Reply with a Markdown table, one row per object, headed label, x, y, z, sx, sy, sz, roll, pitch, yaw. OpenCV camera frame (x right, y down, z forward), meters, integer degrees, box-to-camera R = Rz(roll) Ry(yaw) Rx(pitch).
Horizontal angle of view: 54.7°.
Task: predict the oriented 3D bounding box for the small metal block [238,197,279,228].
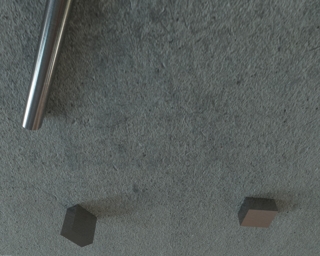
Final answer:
| label | x | y | z | sx | sy | sz | roll | pitch | yaw |
| --- | --- | --- | --- | --- | --- | --- | --- | --- | --- |
| small metal block | 0.168 | 0.146 | 0.535 | 0.050 | 0.025 | 0.050 | 5 | 130 | -5 |

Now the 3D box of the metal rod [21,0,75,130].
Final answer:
| label | x | y | z | sx | sy | sz | roll | pitch | yaw |
| --- | --- | --- | --- | --- | --- | --- | --- | --- | --- |
| metal rod | -0.104 | -0.110 | 0.312 | 0.025 | 0.025 | 0.298 | 19 | 128 | -16 |

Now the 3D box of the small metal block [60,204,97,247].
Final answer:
| label | x | y | z | sx | sy | sz | roll | pitch | yaw |
| --- | --- | --- | --- | --- | --- | --- | --- | --- | --- |
| small metal block | -0.138 | 0.168 | 0.532 | 0.025 | 0.050 | 0.050 | -27 | 125 | 21 |
